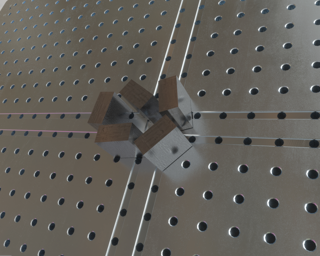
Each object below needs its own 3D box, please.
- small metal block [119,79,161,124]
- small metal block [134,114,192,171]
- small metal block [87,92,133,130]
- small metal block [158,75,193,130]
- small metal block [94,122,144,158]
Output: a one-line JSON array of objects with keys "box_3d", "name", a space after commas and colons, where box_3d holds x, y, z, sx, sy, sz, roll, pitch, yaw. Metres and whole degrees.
[{"box_3d": [-0.021, -0.033, 0.425, 0.025, 0.050, 0.050, -48, 52, -4], "name": "small metal block"}, {"box_3d": [0.005, 0.019, 0.378, 0.050, 0.050, 0.025, -41, 50, 1], "name": "small metal block"}, {"box_3d": [-0.069, -0.017, 0.440, 0.025, 0.050, 0.050, 3, 64, 30], "name": "small metal block"}, {"box_3d": [0.020, -0.031, 0.401, 0.025, 0.050, 0.050, -15, 55, 20], "name": "small metal block"}, {"box_3d": [-0.048, 0.018, 0.407, 0.050, 0.050, 0.025, -5, 60, 26], "name": "small metal block"}]
